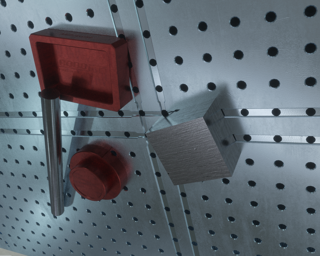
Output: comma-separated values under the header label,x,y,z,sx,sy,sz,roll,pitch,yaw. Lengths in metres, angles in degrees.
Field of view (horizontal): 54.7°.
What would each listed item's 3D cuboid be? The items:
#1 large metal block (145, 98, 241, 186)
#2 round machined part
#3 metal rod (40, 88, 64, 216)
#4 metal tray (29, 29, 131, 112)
label,x,y,z,sx,sy,sz,roll,pitch,yaw
large metal block,0.042,0.019,0.384,0.080,0.050,0.080,-17,110,34
round machined part,-0.107,0.079,0.503,0.098,0.042,0.097,13,124,20
metal rod,-0.176,0.059,0.517,0.025,0.025,0.298,26,134,11
metal tray,-0.105,-0.078,0.413,0.130,0.030,0.089,13,124,20
